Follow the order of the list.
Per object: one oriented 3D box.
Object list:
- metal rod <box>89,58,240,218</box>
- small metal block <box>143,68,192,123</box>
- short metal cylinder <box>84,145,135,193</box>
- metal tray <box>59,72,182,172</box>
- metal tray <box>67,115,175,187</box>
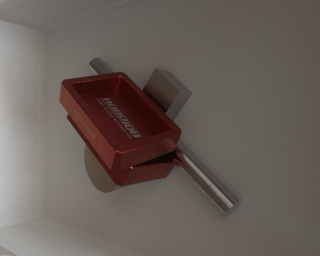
[{"bbox_3d":[-0.011,-0.005,0.414,0.300,0.025,0.025,46,118,29],"label":"metal rod"},{"bbox_3d":[0.005,-0.041,0.399,0.050,0.025,0.050,48,118,29],"label":"small metal block"},{"bbox_3d":[-0.061,0.044,0.430,0.080,0.050,0.079,10,104,44],"label":"short metal cylinder"},{"bbox_3d":[-0.049,-0.015,0.368,0.130,0.091,0.030,47,135,29],"label":"metal tray"},{"bbox_3d":[-0.050,0.013,0.401,0.130,0.091,0.030,47,118,29],"label":"metal tray"}]
